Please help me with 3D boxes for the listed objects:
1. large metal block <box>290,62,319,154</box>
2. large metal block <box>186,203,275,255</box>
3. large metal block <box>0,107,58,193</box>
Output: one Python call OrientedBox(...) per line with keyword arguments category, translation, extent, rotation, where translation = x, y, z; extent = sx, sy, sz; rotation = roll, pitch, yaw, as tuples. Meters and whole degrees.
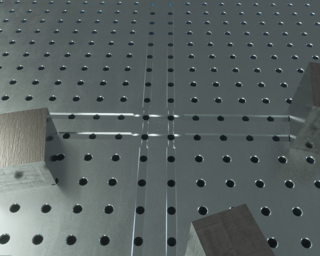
OrientedBox(category="large metal block", translation=(0.203, -0.024, 0.393), extent=(0.050, 0.080, 0.080), rotation=(11, 51, 9))
OrientedBox(category="large metal block", translation=(0.063, 0.125, 0.267), extent=(0.050, 0.080, 0.080), rotation=(-15, 52, -12))
OrientedBox(category="large metal block", translation=(-0.170, 0.027, 0.369), extent=(0.080, 0.050, 0.080), rotation=(-8, 51, -7))
